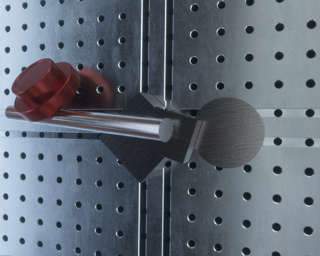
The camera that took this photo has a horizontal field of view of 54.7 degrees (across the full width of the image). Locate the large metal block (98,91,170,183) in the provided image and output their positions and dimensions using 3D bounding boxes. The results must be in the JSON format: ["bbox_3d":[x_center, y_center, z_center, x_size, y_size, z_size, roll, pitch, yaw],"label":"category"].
[{"bbox_3d":[-0.017,0.011,0.402,0.080,0.050,0.080,45,104,14],"label":"large metal block"}]

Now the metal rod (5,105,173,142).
[{"bbox_3d":[-0.114,-0.011,0.405,0.300,0.025,0.025,6,92,36],"label":"metal rod"}]

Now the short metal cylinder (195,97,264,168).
[{"bbox_3d":[0.083,0.005,0.370,0.080,0.050,0.079,0,90,19],"label":"short metal cylinder"}]

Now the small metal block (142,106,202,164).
[{"bbox_3d":[0.014,0.007,0.351,0.050,0.025,0.050,20,96,18],"label":"small metal block"}]

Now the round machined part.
[{"bbox_3d":[-0.164,-0.059,0.431,0.098,0.042,0.098,-18,44,19],"label":"round machined part"}]
